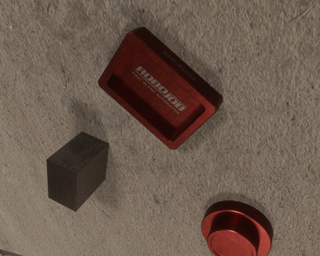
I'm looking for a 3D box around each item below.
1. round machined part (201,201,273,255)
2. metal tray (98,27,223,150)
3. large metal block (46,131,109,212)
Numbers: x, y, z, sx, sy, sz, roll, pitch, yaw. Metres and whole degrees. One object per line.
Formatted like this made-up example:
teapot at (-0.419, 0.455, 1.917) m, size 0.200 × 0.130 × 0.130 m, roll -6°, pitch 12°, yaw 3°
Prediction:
round machined part at (0.105, 0.154, 0.435) m, size 0.098 × 0.042 × 0.097 m, roll 13°, pitch 124°, yaw 20°
metal tray at (-0.002, -0.045, 0.375) m, size 0.130 × 0.030 × 0.090 m, roll 42°, pitch 129°, yaw -1°
large metal block at (-0.124, 0.065, 0.475) m, size 0.050 × 0.080 × 0.079 m, roll 23°, pitch 127°, yaw 14°
